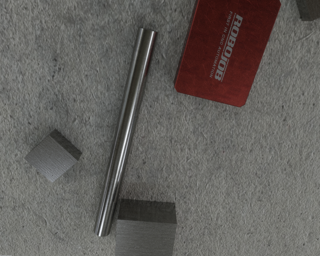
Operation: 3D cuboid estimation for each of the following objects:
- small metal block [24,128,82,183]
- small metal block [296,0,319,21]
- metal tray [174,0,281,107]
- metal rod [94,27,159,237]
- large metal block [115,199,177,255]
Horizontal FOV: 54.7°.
[{"bbox_3d":[-0.145,0.038,0.422,0.050,0.025,0.050,-40,106,13],"label":"small metal block"},{"bbox_3d":[0.185,-0.157,0.355,0.050,0.025,0.050,-23,109,8],"label":"small metal block"},{"bbox_3d":[0.076,-0.098,0.372,0.091,0.030,0.129,13,110,-6],"label":"metal tray"},{"bbox_3d":[-0.050,0.019,0.416,0.025,0.025,0.298,13,109,-5],"label":"metal rod"},{"bbox_3d":[-0.021,0.155,0.453,0.081,0.050,0.079,5,110,-3],"label":"large metal block"}]
